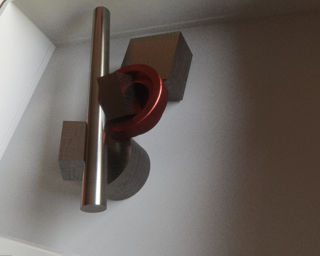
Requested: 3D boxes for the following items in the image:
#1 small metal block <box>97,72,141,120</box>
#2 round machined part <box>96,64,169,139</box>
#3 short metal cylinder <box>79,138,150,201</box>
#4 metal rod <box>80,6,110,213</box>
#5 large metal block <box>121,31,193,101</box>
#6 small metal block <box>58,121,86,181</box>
[{"bbox_3d":[-0.047,-0.038,0.373,0.025,0.050,0.050,-15,90,16],"label":"small metal block"},{"bbox_3d":[-0.034,-0.029,0.390,0.098,0.042,0.098,-13,56,20],"label":"round machined part"},{"bbox_3d":[-0.059,0.045,0.390,0.080,0.050,0.080,-13,56,20],"label":"short metal cylinder"},{"bbox_3d":[-0.076,-0.047,0.381,0.025,0.025,0.299,-17,55,18],"label":"metal rod"},{"bbox_3d":[-0.006,-0.085,0.440,0.080,0.050,0.080,0,62,28],"label":"large metal block"},{"bbox_3d":[-0.098,0.027,0.354,0.025,0.050,0.050,2,56,-10],"label":"small metal block"}]
